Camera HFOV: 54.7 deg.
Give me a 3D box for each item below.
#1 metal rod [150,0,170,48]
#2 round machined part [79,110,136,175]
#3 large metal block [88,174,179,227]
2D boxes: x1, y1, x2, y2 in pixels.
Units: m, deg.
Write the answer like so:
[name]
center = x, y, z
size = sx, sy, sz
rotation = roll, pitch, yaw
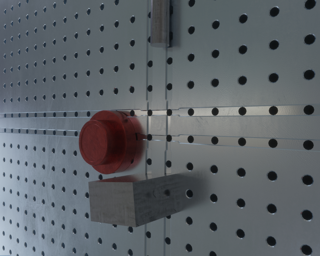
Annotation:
[metal rod]
center = 0.001, -0.258, 0.408
size = 0.025, 0.025, 0.298
rotation = 1, 91, 40
[round machined part]
center = -0.086, 0.022, 0.469
size = 0.098, 0.042, 0.097
rotation = 0, 90, 40
[large metal block]
center = -0.033, 0.090, 0.401
size = 0.080, 0.081, 0.050
rotation = -8, 85, 40
